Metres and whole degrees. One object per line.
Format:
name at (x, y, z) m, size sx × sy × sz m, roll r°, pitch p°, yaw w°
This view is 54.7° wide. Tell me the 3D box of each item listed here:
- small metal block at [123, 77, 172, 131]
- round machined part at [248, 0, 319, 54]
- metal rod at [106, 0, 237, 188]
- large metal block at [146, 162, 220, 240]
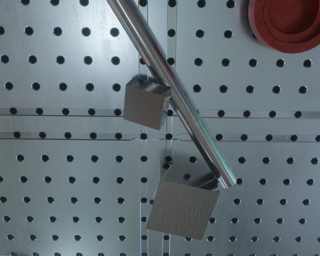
small metal block at (-0.016, -0.030, 0.388) m, size 0.050 × 0.025 × 0.050 m, roll 18°, pitch 126°, yaw 12°
round machined part at (0.150, -0.137, 0.355) m, size 0.099 × 0.042 × 0.097 m, roll 0°, pitch 110°, yaw 0°
metal rod at (0.021, -0.042, 0.397) m, size 0.025 × 0.025 × 0.299 m, roll -30°, pitch 108°, yaw 10°
large metal block at (0.029, 0.103, 0.438) m, size 0.080 × 0.050 × 0.079 m, roll 14°, pitch 110°, yaw -5°
